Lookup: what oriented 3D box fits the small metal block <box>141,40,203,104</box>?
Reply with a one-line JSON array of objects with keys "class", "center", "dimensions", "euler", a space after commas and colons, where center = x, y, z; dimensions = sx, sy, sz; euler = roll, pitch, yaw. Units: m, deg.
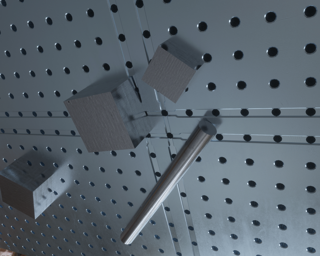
[{"class": "small metal block", "center": [0.014, -0.066, 0.362], "dimensions": [0.050, 0.025, 0.050], "euler": [36, 129, 4]}]

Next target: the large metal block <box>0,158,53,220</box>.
[{"class": "large metal block", "center": [-0.259, 0.118, 0.601], "dimensions": [0.080, 0.050, 0.079], "euler": [23, 127, 13]}]

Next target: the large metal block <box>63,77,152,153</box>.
[{"class": "large metal block", "center": [-0.069, -0.016, 0.420], "dimensions": [0.080, 0.050, 0.080], "euler": [-7, 115, 31]}]

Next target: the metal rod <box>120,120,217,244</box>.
[{"class": "metal rod", "center": [-0.001, 0.100, 0.471], "dimensions": [0.025, 0.025, 0.298], "euler": [35, 129, 5]}]
